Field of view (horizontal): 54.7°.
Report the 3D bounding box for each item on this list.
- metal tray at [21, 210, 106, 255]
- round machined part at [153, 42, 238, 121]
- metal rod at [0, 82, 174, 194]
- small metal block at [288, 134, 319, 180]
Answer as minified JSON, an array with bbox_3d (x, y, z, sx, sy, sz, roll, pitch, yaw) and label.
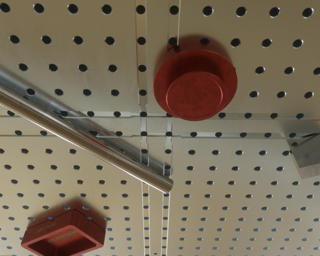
[{"bbox_3d":[-0.180,0.208,0.583,0.130,0.030,0.090,-26,126,20],"label":"metal tray"},{"bbox_3d":[0.041,-0.046,0.361,0.099,0.042,0.097,0,130,0],"label":"round machined part"},{"bbox_3d":[-0.101,0.018,0.425,0.301,0.025,0.025,33,123,-25],"label":"metal rod"},{"bbox_3d":[0.212,0.039,0.430,0.050,0.050,0.025,-17,128,14],"label":"small metal block"}]
